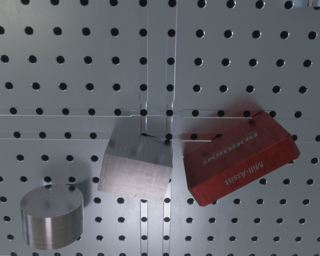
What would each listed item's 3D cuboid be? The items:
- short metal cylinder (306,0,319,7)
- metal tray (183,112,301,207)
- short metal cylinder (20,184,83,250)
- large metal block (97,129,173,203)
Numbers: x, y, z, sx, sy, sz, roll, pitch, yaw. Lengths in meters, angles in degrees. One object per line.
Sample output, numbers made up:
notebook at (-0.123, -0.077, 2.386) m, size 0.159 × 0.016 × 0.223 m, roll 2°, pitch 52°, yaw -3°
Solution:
short metal cylinder at (0.203, -0.156, 0.329) m, size 0.081 × 0.080 × 0.050 m, roll 0°, pitch 110°, yaw 0°
metal tray at (0.095, 0.036, 0.392) m, size 0.130 × 0.090 × 0.030 m, roll -31°, pitch 107°, yaw 10°
short metal cylinder at (-0.147, 0.120, 0.427) m, size 0.081 × 0.080 × 0.050 m, roll 4°, pitch 110°, yaw -2°
large metal block at (-0.030, 0.046, 0.401) m, size 0.081 × 0.080 × 0.050 m, roll 12°, pitch 110°, yaw -5°
